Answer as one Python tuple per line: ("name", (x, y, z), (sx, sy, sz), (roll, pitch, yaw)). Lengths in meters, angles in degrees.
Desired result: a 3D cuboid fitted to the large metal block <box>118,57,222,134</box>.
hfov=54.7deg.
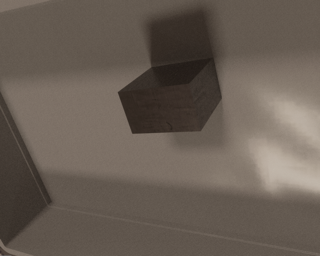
("large metal block", (0.015, -0.036, 0.342), (0.080, 0.080, 0.050), (-3, 117, 29))
